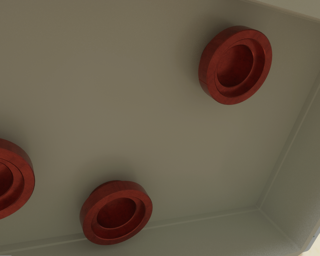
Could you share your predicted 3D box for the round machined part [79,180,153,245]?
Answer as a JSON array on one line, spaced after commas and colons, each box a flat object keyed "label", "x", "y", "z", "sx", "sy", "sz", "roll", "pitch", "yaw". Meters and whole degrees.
[{"label": "round machined part", "x": -0.064, "y": 0.113, "z": 0.434, "sx": 0.099, "sy": 0.042, "sz": 0.097, "roll": -14, "pitch": 125, "yaw": -21}]

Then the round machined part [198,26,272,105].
[{"label": "round machined part", "x": 0.091, "y": -0.082, "z": 0.399, "sx": 0.099, "sy": 0.042, "sz": 0.097, "roll": -14, "pitch": 125, "yaw": -21}]

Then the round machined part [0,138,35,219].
[{"label": "round machined part", "x": -0.187, "y": 0.050, "z": 0.327, "sx": 0.099, "sy": 0.042, "sz": 0.097, "roll": -14, "pitch": 125, "yaw": -21}]
